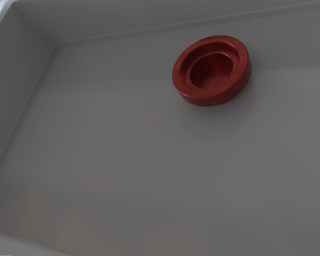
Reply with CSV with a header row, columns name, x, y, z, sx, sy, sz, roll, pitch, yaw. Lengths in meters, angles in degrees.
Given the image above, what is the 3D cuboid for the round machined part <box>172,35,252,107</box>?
name,x,y,z,sx,sy,sz,roll,pitch,yaw
round machined part,0.069,-0.068,0.401,0.098,0.042,0.098,-13,56,21
